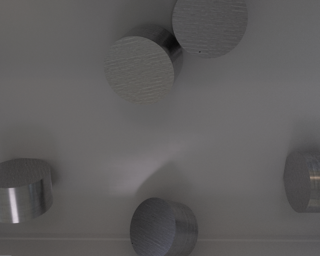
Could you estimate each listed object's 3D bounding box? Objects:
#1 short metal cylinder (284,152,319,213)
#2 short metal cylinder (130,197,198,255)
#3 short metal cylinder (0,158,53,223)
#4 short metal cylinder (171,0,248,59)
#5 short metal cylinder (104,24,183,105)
[{"bbox_3d":[0.205,0.071,0.410,0.050,0.080,0.079,0,110,0],"label":"short metal cylinder"},{"bbox_3d":[0.005,0.140,0.426,0.050,0.080,0.080,26,112,-44],"label":"short metal cylinder"},{"bbox_3d":[-0.186,0.080,0.410,0.081,0.080,0.050,3,110,-1],"label":"short metal cylinder"},{"bbox_3d":[0.053,-0.123,0.353,0.081,0.050,0.079,0,110,0],"label":"short metal cylinder"},{"bbox_3d":[-0.017,-0.073,0.358,0.080,0.050,0.079,8,123,12],"label":"short metal cylinder"}]
